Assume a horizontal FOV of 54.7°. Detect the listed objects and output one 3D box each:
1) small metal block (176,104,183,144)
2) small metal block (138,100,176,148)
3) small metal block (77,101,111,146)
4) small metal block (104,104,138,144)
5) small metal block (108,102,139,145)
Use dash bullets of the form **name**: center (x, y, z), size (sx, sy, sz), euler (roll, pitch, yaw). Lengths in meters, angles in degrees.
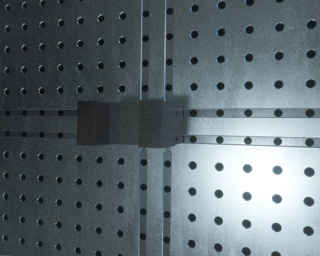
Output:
- **small metal block**: center (0.011, -0.004, 0.394), size (0.025, 0.050, 0.050), euler (-1, 90, 20)
- **small metal block**: center (-0.002, -0.004, 0.344), size (0.025, 0.050, 0.050), euler (1, 90, 20)
- **small metal block**: center (-0.073, -0.005, 0.370), size (0.025, 0.050, 0.050), euler (1, 90, 20)
- **small metal block**: center (-0.051, -0.005, 0.415), size (0.025, 0.050, 0.050), euler (1, 90, 20)
- **small metal block**: center (-0.033, -0.006, 0.371), size (0.050, 0.025, 0.050), euler (1, 90, 19)
